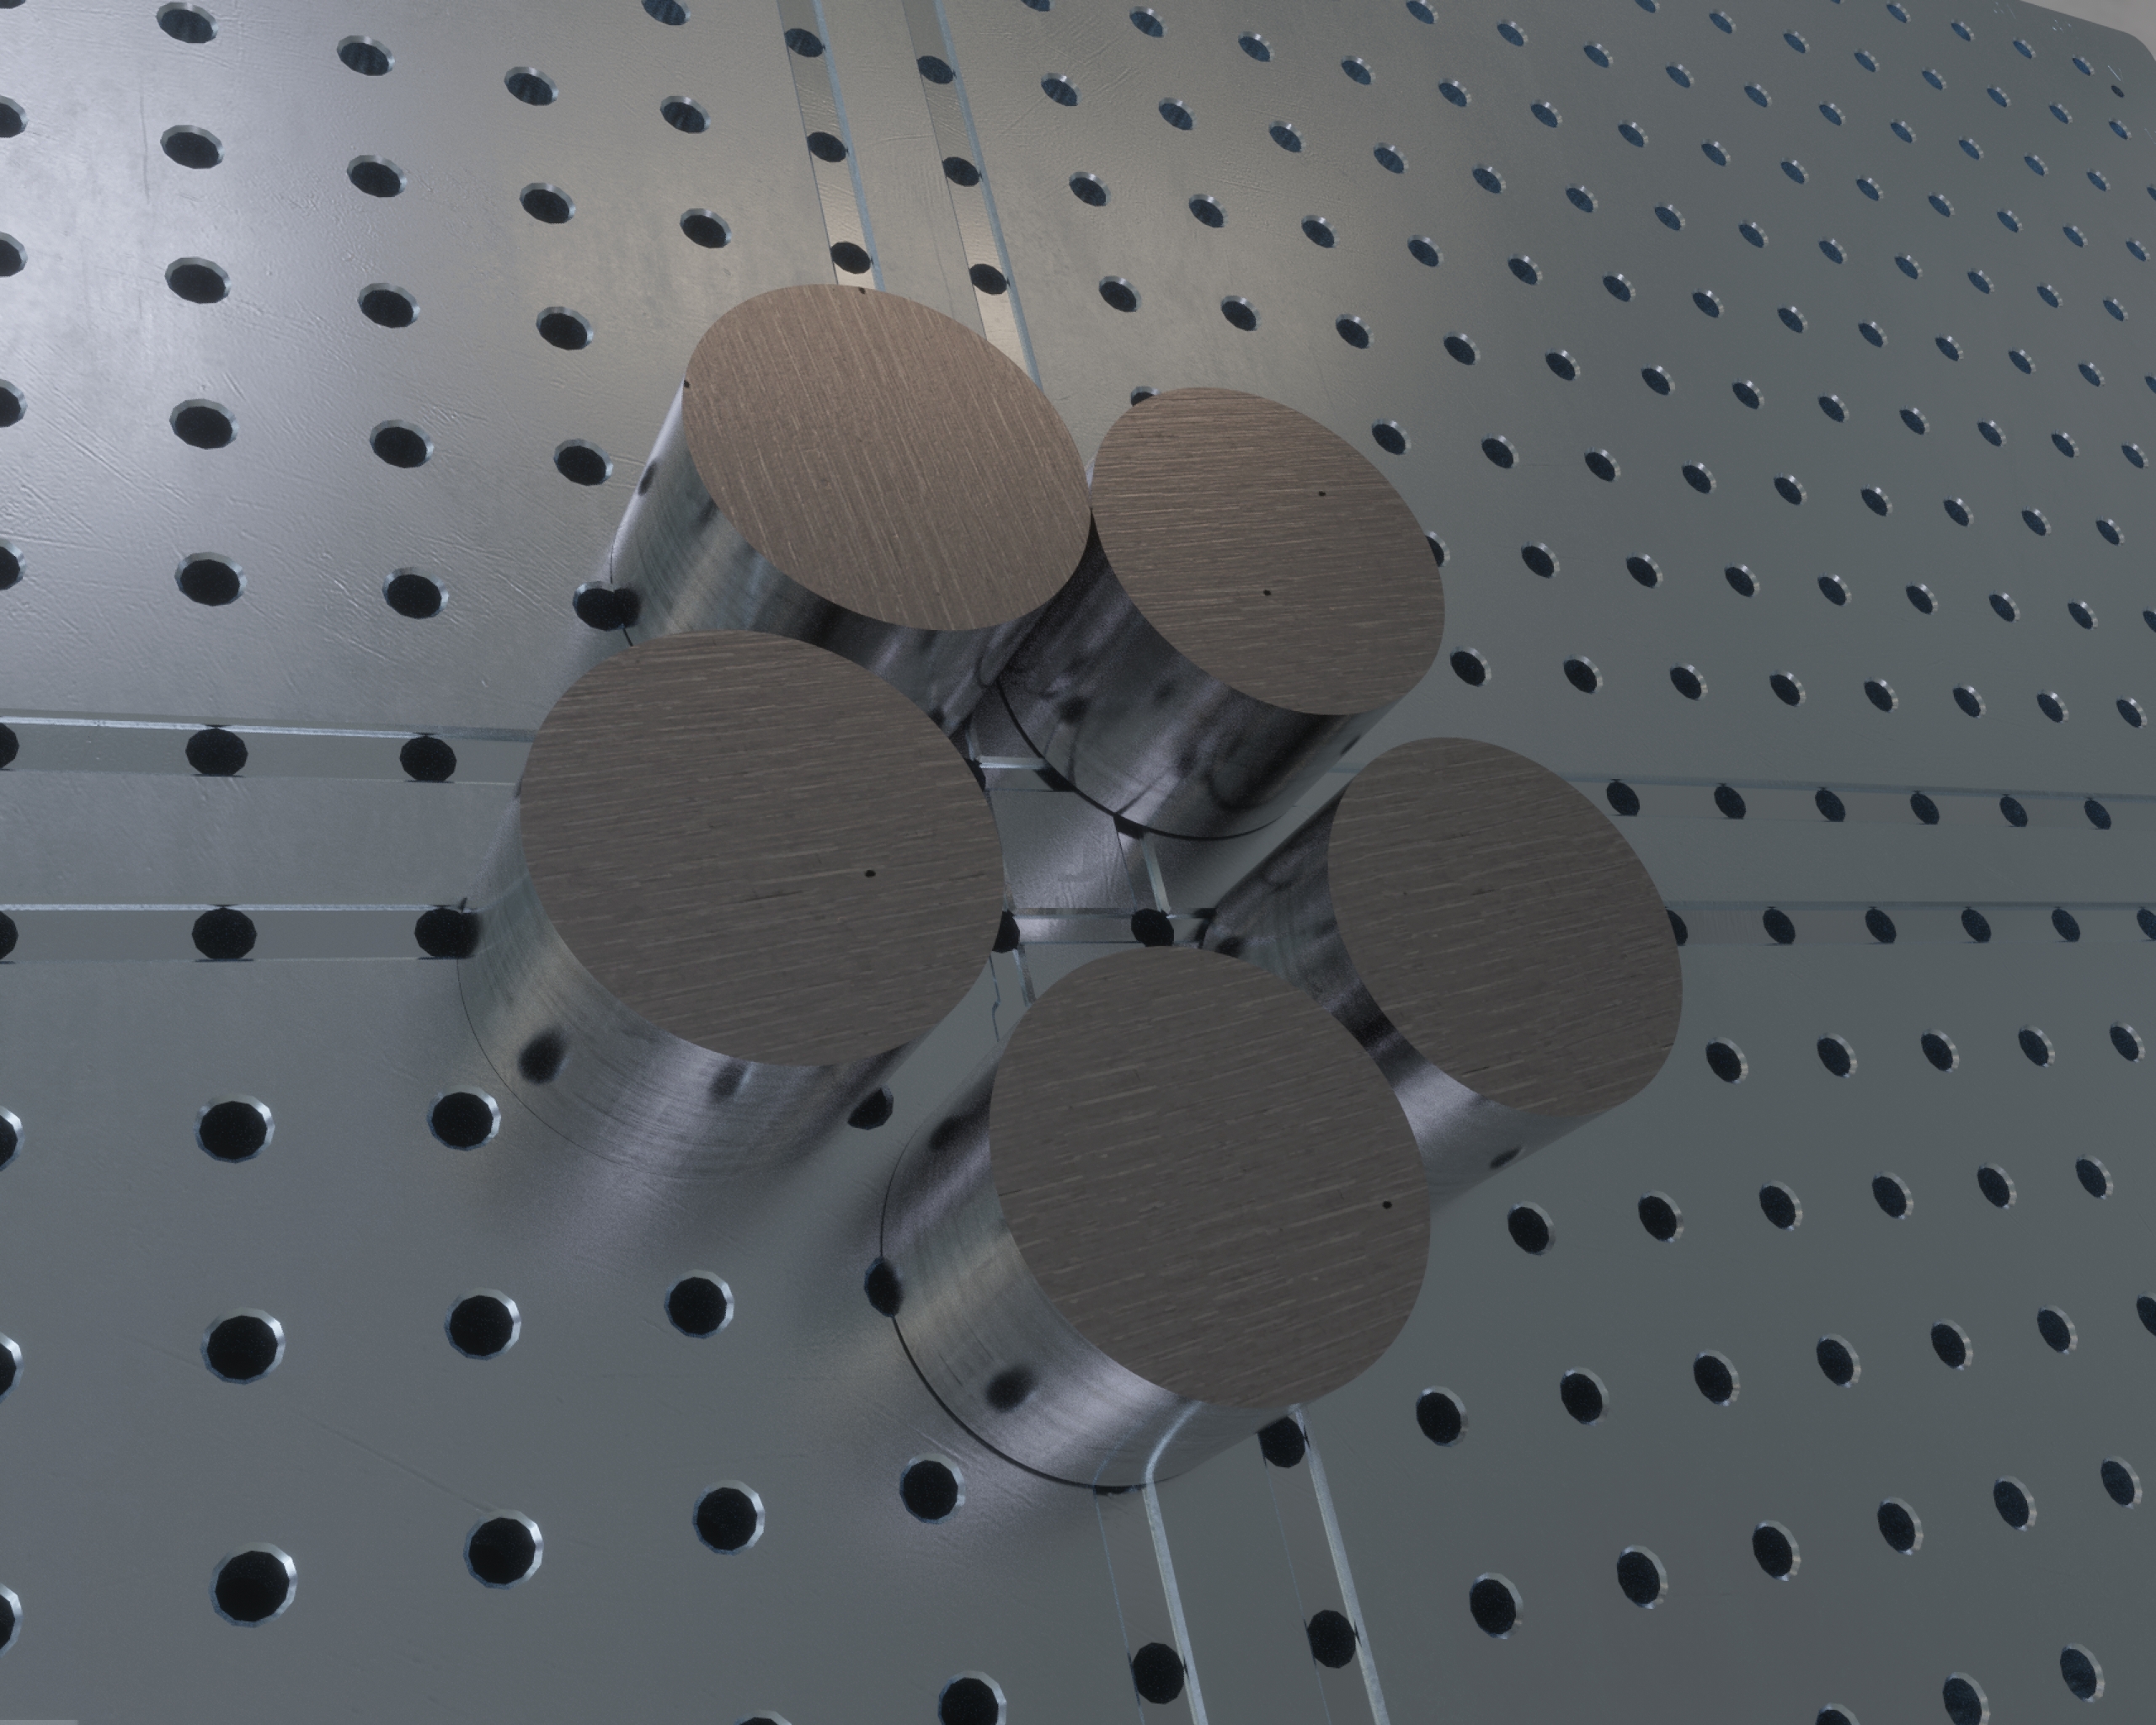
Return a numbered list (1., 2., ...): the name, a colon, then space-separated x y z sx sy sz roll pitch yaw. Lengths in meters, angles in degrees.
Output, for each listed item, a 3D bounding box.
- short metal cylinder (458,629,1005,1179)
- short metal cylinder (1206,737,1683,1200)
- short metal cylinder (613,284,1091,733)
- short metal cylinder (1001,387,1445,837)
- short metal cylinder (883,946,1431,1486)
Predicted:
1. short metal cylinder: -0.059 0.007 0.355 0.081 0.050 0.080 13 56 -21
2. short metal cylinder: 0.072 0.022 0.416 0.081 0.050 0.080 13 57 -22
3. short metal cylinder: -0.045 -0.065 0.407 0.081 0.050 0.080 14 56 -21
4. short metal cylinder: 0.029 -0.052 0.438 0.081 0.050 0.080 13 57 -21
5. short metal cylinder: 0.013 0.061 0.360 0.081 0.050 0.080 13 56 -20
